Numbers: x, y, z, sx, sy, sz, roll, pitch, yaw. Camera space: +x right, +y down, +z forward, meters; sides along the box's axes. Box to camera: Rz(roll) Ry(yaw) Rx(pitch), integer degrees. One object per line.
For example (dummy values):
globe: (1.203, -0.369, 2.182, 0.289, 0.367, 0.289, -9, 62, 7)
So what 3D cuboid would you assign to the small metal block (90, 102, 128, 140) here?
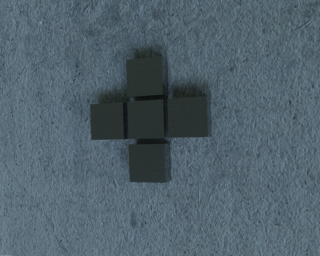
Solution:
small metal block: (-0.068, -0.009, 0.433, 0.050, 0.025, 0.050, -2, 89, 19)

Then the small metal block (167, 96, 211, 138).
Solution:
small metal block: (0.038, -0.013, 0.396, 0.050, 0.025, 0.050, -2, 89, 19)

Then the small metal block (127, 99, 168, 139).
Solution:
small metal block: (-0.015, -0.011, 0.415, 0.050, 0.025, 0.050, -2, 89, 19)

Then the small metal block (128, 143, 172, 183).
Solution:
small metal block: (-0.013, 0.046, 0.414, 0.050, 0.025, 0.050, -2, 89, 19)

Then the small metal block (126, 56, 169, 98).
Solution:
small metal block: (-0.017, -0.067, 0.415, 0.050, 0.025, 0.050, -2, 89, 19)
